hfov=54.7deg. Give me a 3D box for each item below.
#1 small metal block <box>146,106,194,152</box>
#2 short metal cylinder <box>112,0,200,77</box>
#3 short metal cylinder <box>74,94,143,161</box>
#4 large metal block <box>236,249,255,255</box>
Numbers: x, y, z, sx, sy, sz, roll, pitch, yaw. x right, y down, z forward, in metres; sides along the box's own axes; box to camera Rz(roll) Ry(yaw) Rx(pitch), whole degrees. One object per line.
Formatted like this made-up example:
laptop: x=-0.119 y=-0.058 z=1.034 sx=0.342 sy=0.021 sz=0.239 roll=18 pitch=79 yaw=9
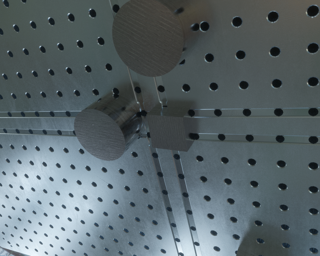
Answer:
small metal block: x=0.014 y=0.001 z=0.404 sx=0.050 sy=0.025 sz=0.050 roll=5 pitch=121 yaw=25
short metal cylinder: x=-0.004 y=-0.102 z=0.334 sx=0.080 sy=0.050 sz=0.079 roll=13 pitch=124 yaw=21
short metal cylinder: x=-0.071 y=-0.001 z=0.432 sx=0.080 sy=0.050 sz=0.079 roll=13 pitch=124 yaw=21
large metal block: x=0.144 y=0.244 z=0.470 sx=0.080 sy=0.050 sz=0.079 roll=17 pitch=125 yaw=18
